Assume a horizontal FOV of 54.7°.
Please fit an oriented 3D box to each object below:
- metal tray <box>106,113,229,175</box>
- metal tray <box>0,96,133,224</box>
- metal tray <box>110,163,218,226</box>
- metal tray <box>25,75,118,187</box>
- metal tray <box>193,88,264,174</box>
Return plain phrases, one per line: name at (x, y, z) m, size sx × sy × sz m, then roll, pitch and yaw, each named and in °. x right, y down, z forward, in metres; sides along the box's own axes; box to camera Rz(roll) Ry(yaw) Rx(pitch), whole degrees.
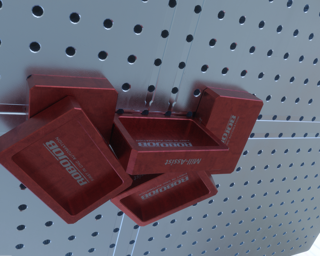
metal tray at (0.008, 0.017, 0.384) m, size 0.131 × 0.090 × 0.030 m, roll 1°, pitch 118°, yaw -30°
metal tray at (-0.098, 0.040, 0.339) m, size 0.090 × 0.030 × 0.130 m, roll -33°, pitch 130°, yaw -7°
metal tray at (0.006, 0.086, 0.442) m, size 0.130 × 0.030 × 0.090 m, roll -26°, pitch 131°, yaw 10°
metal tray at (-0.105, 0.007, 0.356) m, size 0.091 × 0.030 × 0.129 m, roll -1°, pitch 120°, yaw -28°
metal tray at (0.090, 0.009, 0.463) m, size 0.091 × 0.030 × 0.129 m, roll 3°, pitch 117°, yaw -30°
